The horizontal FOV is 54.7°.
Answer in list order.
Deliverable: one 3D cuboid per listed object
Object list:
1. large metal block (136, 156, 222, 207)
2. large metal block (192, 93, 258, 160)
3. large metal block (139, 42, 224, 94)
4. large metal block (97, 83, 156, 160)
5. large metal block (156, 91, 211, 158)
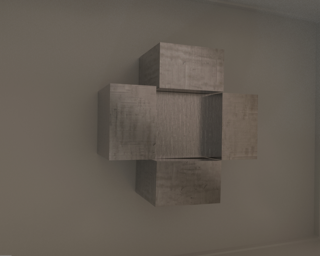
[{"bbox_3d":[0.020,0.062,0.387,0.081,0.080,0.050,2,90,-20],"label":"large metal block"},{"bbox_3d":[0.083,-0.002,0.411,0.050,0.080,0.080,1,90,-20],"label":"large metal block"},{"bbox_3d":[0.024,-0.068,0.388,0.081,0.080,0.050,1,90,-20],"label":"large metal block"},{"bbox_3d":[-0.042,-0.006,0.365,0.050,0.080,0.080,1,90,-20],"label":"large metal block"},{"bbox_3d":[0.017,-0.004,0.401,0.081,0.050,0.080,1,90,-20],"label":"large metal block"}]
